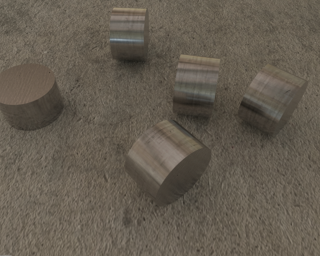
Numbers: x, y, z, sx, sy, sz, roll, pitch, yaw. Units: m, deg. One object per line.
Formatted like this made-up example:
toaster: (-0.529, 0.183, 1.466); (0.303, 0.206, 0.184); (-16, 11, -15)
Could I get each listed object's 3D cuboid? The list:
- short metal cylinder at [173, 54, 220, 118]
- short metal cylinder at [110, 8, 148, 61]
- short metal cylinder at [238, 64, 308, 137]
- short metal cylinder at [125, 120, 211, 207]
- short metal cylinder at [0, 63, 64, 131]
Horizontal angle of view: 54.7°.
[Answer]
short metal cylinder: (0.049, -0.056, 0.415); (0.050, 0.080, 0.080); (9, 51, 7)
short metal cylinder: (-0.046, -0.148, 0.491); (0.050, 0.080, 0.080); (3, 50, 3)
short metal cylinder: (0.144, -0.035, 0.398); (0.050, 0.080, 0.080); (33, 58, 25)
short metal cylinder: (0.009, 0.038, 0.336); (0.080, 0.080, 0.050); (-34, 58, -25)
short metal cylinder: (-0.178, -0.043, 0.422); (0.080, 0.050, 0.080); (0, 50, 0)
